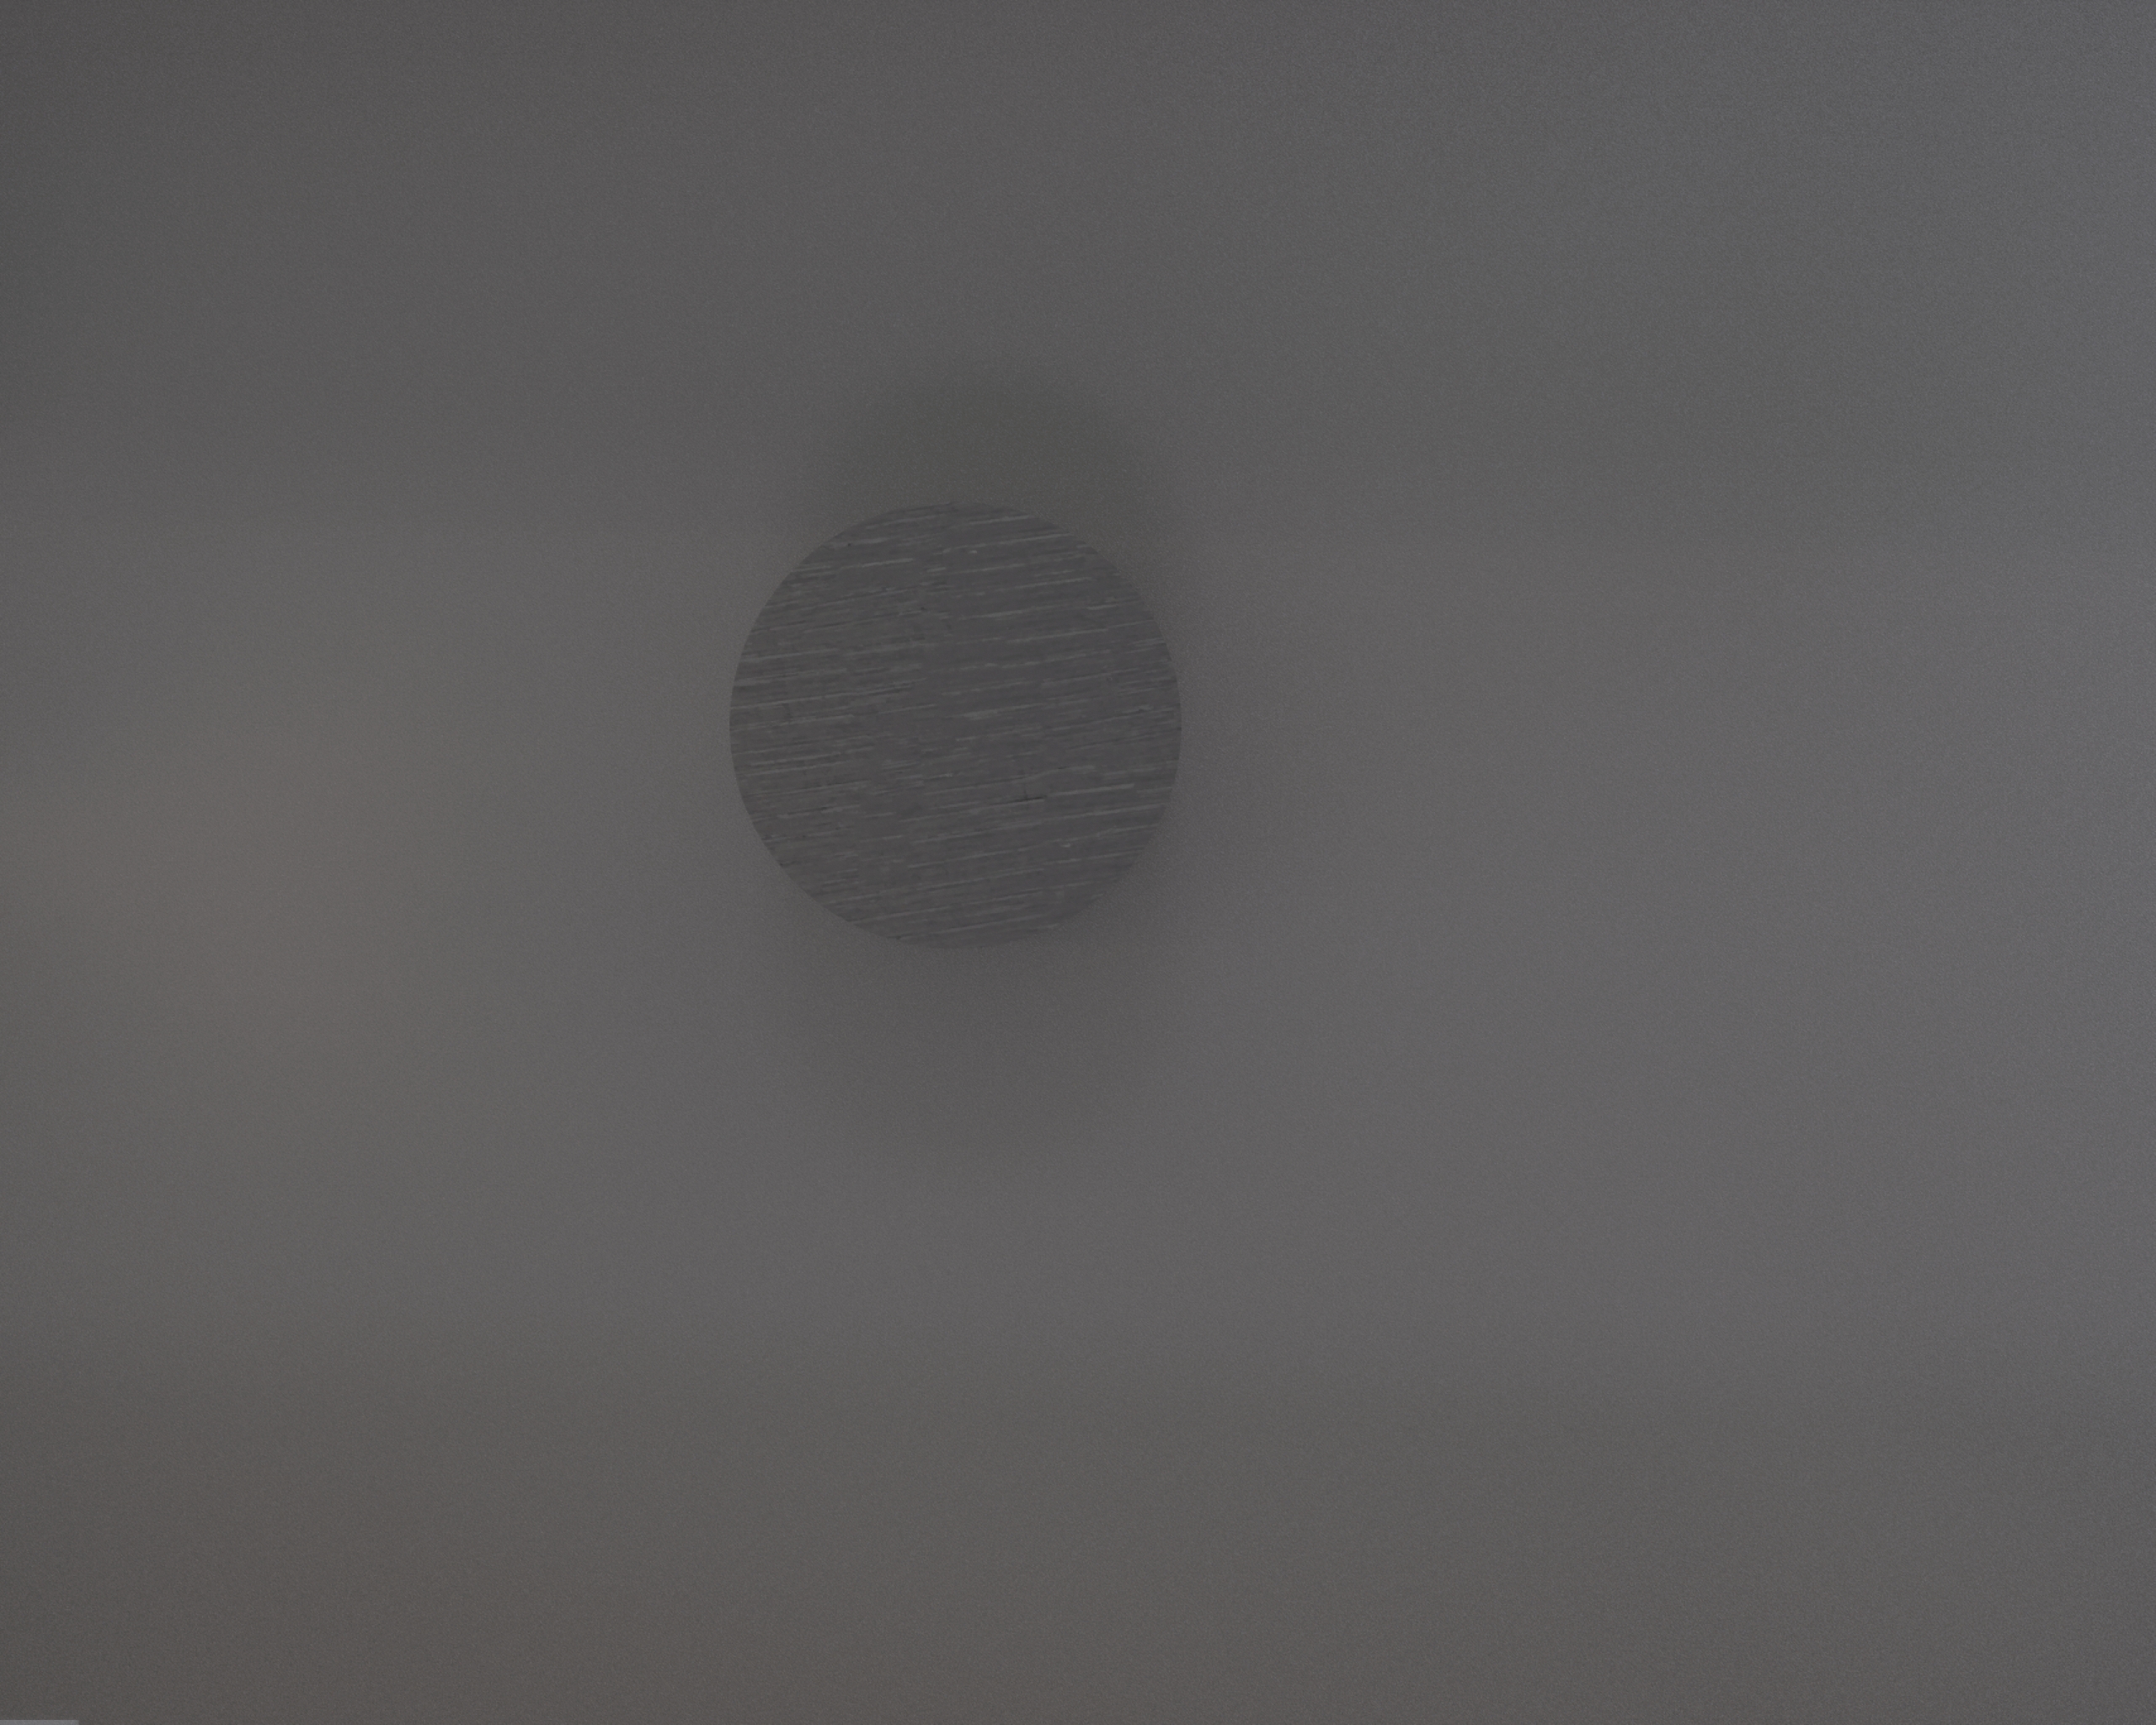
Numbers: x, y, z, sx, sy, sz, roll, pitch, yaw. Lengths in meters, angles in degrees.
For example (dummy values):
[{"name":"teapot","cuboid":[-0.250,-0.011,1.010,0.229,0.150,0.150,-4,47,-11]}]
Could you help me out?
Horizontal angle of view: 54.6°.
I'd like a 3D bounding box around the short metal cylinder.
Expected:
[{"name":"short metal cylinder","cuboid":[-0.022,-0.025,0.397,0.080,0.050,0.080,0,90,0]}]
